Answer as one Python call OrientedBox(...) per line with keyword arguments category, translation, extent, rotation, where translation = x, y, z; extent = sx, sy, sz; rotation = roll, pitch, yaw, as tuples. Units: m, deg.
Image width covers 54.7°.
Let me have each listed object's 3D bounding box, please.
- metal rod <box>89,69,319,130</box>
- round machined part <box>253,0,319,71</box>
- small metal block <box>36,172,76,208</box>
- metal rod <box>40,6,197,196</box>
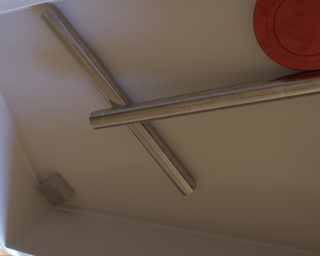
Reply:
OrientedBox(category="metal rod", translation=(0.050, -0.030, 0.344), extent=(0.300, 0.025, 0.025), rotation=(-8, 115, 25))
OrientedBox(category="round machined part", translation=(0.131, -0.096, 0.269), extent=(0.098, 0.042, 0.097), rotation=(13, 124, 20))
OrientedBox(category="small metal block", translation=(-0.195, 0.117, 0.581), extent=(0.050, 0.025, 0.050), rotation=(-32, 101, 38))
OrientedBox(category="metal rod", translation=(-0.049, -0.029, 0.414), extent=(0.025, 0.025, 0.300), rotation=(-31, 102, 37))
